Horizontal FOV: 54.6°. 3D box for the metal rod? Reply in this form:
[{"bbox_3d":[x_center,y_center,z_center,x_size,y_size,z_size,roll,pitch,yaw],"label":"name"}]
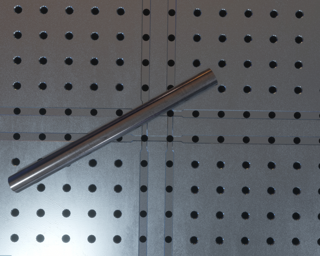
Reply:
[{"bbox_3d":[-0.061,0.003,0.412,0.301,0.025,0.025,-29,90,0],"label":"metal rod"}]
